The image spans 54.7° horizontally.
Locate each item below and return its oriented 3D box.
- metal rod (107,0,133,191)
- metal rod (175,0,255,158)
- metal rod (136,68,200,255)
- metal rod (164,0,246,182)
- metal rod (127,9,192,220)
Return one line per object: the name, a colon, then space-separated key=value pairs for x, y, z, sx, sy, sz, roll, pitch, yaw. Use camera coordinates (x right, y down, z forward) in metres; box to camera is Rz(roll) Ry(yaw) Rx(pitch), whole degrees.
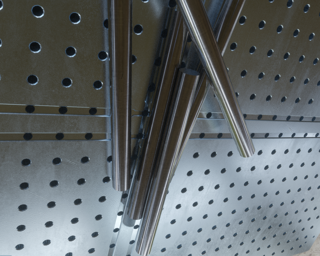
metal rod: x=-0.045 y=-0.048 z=0.357 sx=0.025 sy=0.025 sz=0.298 roll=-11 pitch=123 yaw=-23
metal rod: x=0.072 y=-0.063 z=0.379 sx=0.025 sy=0.025 sz=0.299 roll=-36 pitch=129 yaw=-5
metal rod: x=0.004 y=0.064 z=0.428 sx=0.025 sy=0.025 sz=0.298 roll=-2 pitch=120 yaw=-28
metal rod: x=0.052 y=-0.054 z=0.408 sx=0.025 sy=0.025 sz=0.298 roll=6 pitch=115 yaw=-32
metal rod: x=-0.006 y=0.001 z=0.409 sx=0.025 sy=0.025 sz=0.298 roll=-1 pitch=119 yaw=-28
